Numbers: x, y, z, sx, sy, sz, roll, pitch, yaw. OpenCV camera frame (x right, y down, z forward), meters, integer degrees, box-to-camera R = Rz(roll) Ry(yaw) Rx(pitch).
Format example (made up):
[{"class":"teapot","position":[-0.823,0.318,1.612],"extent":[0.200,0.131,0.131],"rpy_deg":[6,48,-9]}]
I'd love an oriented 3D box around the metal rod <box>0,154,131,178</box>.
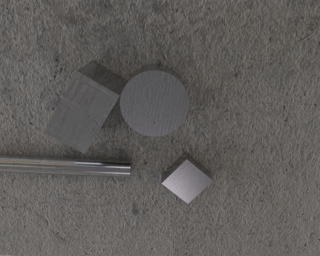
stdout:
[{"class":"metal rod","position":[-0.191,0.049,0.426],"extent":[0.302,0.025,0.025],"rpy_deg":[3,110,-2]}]

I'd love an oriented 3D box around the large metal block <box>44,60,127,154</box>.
[{"class":"large metal block","position":[-0.084,-0.028,0.369],"extent":[0.050,0.080,0.080],"rpy_deg":[30,107,-11]}]

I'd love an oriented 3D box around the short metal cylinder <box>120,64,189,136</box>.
[{"class":"short metal cylinder","position":[-0.006,-0.036,0.383],"extent":[0.081,0.050,0.079],"rpy_deg":[0,110,0]}]

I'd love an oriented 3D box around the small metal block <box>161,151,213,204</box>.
[{"class":"small metal block","position":[0.038,0.070,0.436],"extent":[0.050,0.025,0.050],"rpy_deg":[40,105,-14]}]
